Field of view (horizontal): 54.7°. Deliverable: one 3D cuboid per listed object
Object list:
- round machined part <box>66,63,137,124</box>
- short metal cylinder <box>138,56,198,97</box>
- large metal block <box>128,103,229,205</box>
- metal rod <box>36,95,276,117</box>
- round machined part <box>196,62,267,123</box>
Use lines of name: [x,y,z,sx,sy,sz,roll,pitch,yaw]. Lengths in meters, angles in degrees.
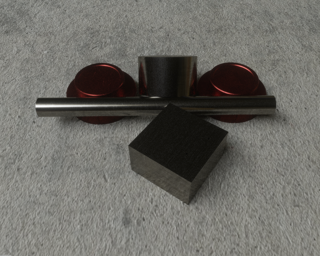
round machined part: [-0.083,-0.055,0.438,0.099,0.042,0.098,0,50,0]
short metal cylinder: [0.011,-0.073,0.426,0.080,0.050,0.080,0,15,0]
large metal block: [0.022,0.028,0.363,0.080,0.050,0.080,28,56,22]
metal rod: [-0.004,-0.028,0.401,0.302,0.025,0.025,-1,50,-1]
round machined part: [0.102,-0.056,0.442,0.099,0.042,0.098,0,50,0]
